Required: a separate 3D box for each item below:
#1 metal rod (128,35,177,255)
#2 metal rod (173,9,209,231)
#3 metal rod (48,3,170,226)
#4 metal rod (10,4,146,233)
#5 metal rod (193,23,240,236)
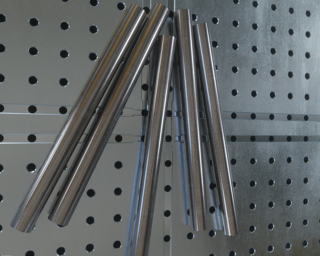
[{"bbox_3d":[-0.010,0.027,0.409,0.025,0.025,0.299,9,87,-20],"label":"metal rod"},{"bbox_3d":[0.043,-0.009,0.428,0.025,0.025,0.298,-5,92,-20],"label":"metal rod"},{"bbox_3d":[-0.060,-0.024,0.391,0.025,0.025,0.299,27,81,-18],"label":"metal rod"},{"bbox_3d":[-0.094,-0.019,0.377,0.025,0.025,0.299,29,80,-18],"label":"metal rod"},{"bbox_3d":[0.080,0.004,0.441,0.025,0.025,0.298,-11,94,-20],"label":"metal rod"}]
